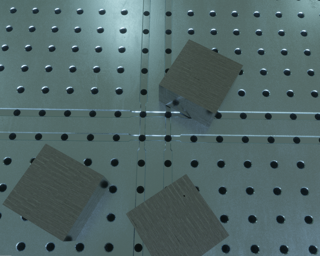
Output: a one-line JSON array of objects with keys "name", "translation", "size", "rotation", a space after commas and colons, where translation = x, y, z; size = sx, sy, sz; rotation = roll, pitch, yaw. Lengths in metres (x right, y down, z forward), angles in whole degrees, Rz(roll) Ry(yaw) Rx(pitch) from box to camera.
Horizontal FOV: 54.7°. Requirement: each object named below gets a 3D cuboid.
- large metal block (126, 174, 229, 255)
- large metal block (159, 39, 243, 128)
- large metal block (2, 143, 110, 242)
[{"name": "large metal block", "translation": [0.018, 0.113, 0.358], "size": [0.080, 0.050, 0.080], "rotation": [-32, 73, -11]}, {"name": "large metal block", "translation": [0.053, -0.060, 0.421], "size": [0.080, 0.050, 0.080], "rotation": [29, 72, 9]}, {"name": "large metal block", "translation": [-0.118, 0.077, 0.369], "size": [0.080, 0.050, 0.080], "rotation": [27, 72, 9]}]
